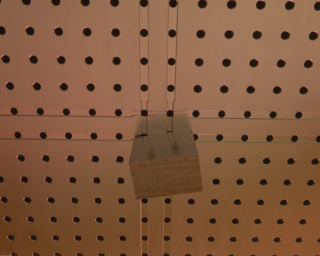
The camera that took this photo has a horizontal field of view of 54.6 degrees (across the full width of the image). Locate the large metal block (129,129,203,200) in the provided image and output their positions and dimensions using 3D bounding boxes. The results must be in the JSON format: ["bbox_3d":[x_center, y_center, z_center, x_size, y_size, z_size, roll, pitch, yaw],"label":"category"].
[{"bbox_3d":[0.008,0.044,0.400,0.080,0.080,0.050,-8,110,3],"label":"large metal block"}]
